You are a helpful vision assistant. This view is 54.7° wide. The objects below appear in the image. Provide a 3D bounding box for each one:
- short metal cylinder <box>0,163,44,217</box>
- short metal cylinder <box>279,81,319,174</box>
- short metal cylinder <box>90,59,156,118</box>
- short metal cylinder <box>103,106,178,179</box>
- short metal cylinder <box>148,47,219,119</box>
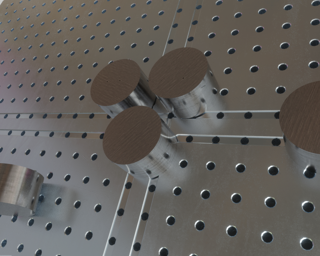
[{"bbox_3d":[-0.208,0.087,0.426,0.080,0.080,0.050,-10,58,23],"label":"short metal cylinder"},{"bbox_3d":[0.164,0.000,0.306,0.080,0.050,0.080,-13,56,20],"label":"short metal cylinder"},{"bbox_3d":[-0.053,-0.053,0.451,0.080,0.050,0.080,-13,56,20],"label":"short metal cylinder"},{"bbox_3d":[-0.024,0.019,0.392,0.080,0.050,0.080,-13,56,20],"label":"short metal cylinder"},{"bbox_3d":[0.032,-0.059,0.411,0.080,0.050,0.080,-13,56,20],"label":"short metal cylinder"}]
